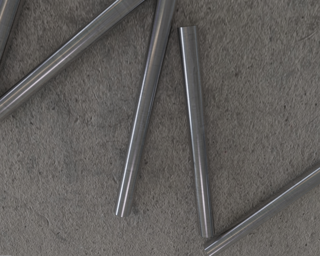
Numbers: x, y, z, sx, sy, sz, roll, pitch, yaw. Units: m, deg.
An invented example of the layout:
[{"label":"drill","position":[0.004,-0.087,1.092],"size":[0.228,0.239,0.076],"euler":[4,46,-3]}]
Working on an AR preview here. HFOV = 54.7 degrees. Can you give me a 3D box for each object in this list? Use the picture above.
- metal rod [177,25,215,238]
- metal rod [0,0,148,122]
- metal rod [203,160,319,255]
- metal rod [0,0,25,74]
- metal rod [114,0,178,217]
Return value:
[{"label":"metal rod","position":[0.051,0.019,0.416],"size":[0.025,0.025,0.298],"euler":[-7,110,2]},{"label":"metal rod","position":[-0.093,-0.104,0.370],"size":[0.300,0.025,0.025],"euler":[-36,106,12]},{"label":"metal rod","position":[0.186,0.095,0.446],"size":[0.300,0.025,0.025],"euler":[-41,105,13]},{"label":"metal rod","position":[-0.185,-0.117,0.364],"size":[0.025,0.025,0.298],"euler":[26,108,-9]},{"label":"metal rod","position":[-0.023,-0.014,0.404],"size":[0.025,0.025,0.298],"euler":[12,110,-5]}]
